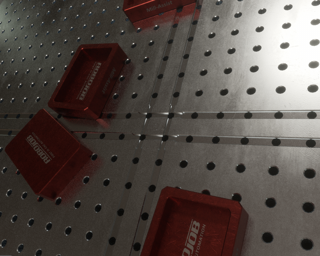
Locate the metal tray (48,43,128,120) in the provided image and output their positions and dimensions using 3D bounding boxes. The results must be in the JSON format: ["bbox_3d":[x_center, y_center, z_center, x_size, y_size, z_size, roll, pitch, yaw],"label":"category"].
[{"bbox_3d":[-0.119,-0.080,0.514,0.090,0.030,0.130,7,65,31],"label":"metal tray"}]

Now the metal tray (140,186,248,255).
[{"bbox_3d":[0.028,0.131,0.308,0.090,0.030,0.130,6,64,30],"label":"metal tray"}]

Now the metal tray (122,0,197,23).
[{"bbox_3d":[0.001,-0.248,0.554,0.130,0.030,0.090,-10,57,22],"label":"metal tray"}]

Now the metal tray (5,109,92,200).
[{"bbox_3d":[-0.173,0.036,0.472,0.130,0.030,0.090,34,80,38],"label":"metal tray"}]
